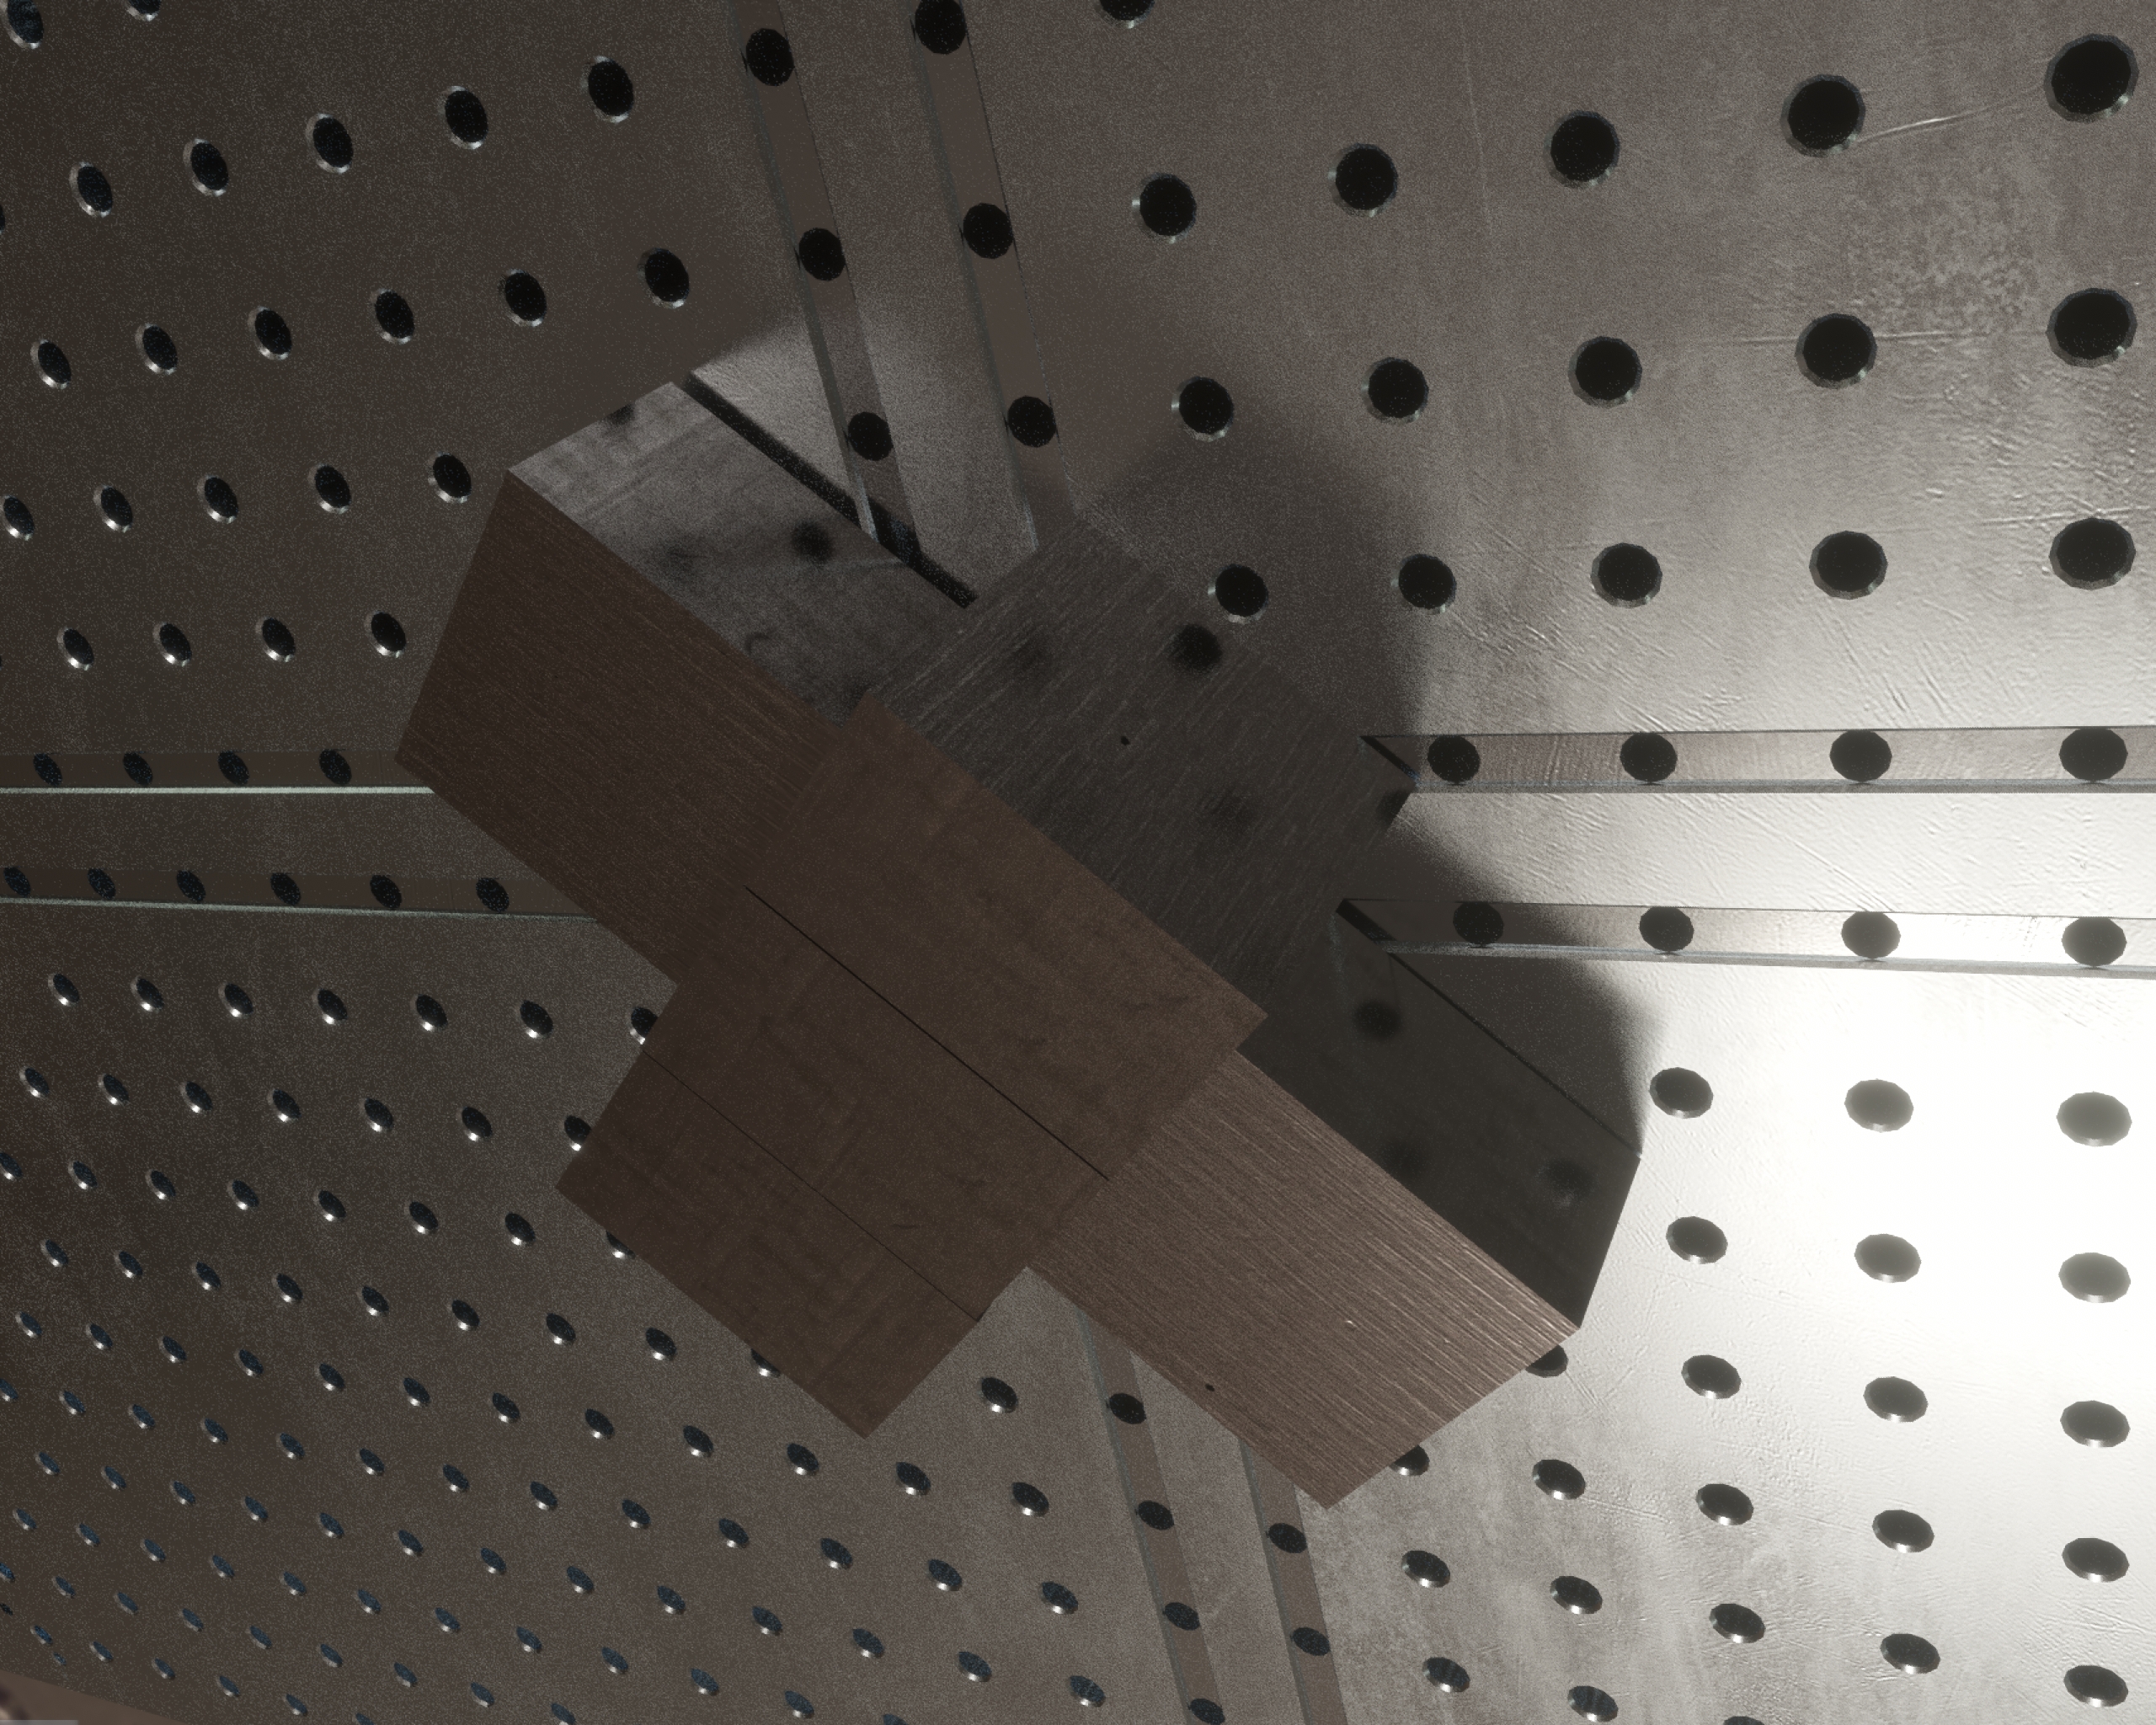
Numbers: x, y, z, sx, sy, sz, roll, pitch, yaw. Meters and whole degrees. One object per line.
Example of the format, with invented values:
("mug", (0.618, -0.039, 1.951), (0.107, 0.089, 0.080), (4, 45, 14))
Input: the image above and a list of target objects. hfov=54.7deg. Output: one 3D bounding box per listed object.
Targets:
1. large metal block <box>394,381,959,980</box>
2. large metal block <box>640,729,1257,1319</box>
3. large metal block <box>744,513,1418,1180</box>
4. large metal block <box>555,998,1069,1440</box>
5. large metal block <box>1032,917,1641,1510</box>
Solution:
("large metal block", (-0.077, -0.032, 0.410), (0.080, 0.050, 0.080), (38, 130, 2))
("large metal block", (-0.021, 0.025, 0.402), (0.080, 0.080, 0.050), (39, 129, 1))
("large metal block", (0.003, -0.005, 0.370), (0.080, 0.080, 0.050), (39, 129, 1))
("large metal block", (-0.045, 0.056, 0.433), (0.080, 0.080, 0.050), (39, 129, 1))
("large metal block", (0.048, 0.068, 0.411), (0.080, 0.050, 0.080), (39, 130, 1))
